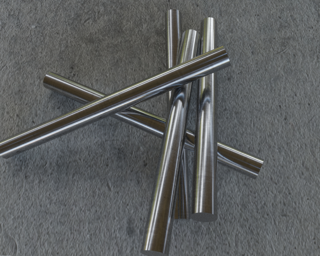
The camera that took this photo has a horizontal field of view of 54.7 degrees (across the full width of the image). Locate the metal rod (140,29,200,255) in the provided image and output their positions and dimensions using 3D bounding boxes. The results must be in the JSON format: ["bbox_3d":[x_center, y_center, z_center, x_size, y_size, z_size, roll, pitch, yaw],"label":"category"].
[{"bbox_3d":[0.020,-0.010,0.358,0.025,0.025,0.300,9,55,3],"label":"metal rod"}]

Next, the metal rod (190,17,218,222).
[{"bbox_3d":[0.057,-0.036,0.378,0.025,0.025,0.300,6,54,2],"label":"metal rod"}]

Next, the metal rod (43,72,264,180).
[{"bbox_3d":[-0.021,-0.010,0.390,0.301,0.025,0.025,23,72,16],"label":"metal rod"}]

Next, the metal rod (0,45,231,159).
[{"bbox_3d":[-0.062,-0.027,0.376,0.301,0.025,0.025,-22,71,8],"label":"metal rod"}]

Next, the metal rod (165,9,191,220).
[{"bbox_3d":[0.022,-0.032,0.419,0.025,0.025,0.299,-1,70,0],"label":"metal rod"}]
